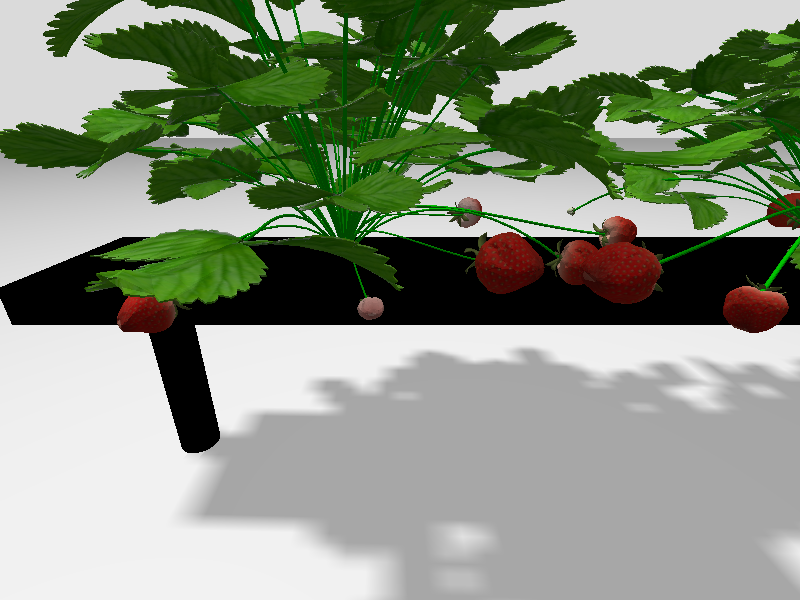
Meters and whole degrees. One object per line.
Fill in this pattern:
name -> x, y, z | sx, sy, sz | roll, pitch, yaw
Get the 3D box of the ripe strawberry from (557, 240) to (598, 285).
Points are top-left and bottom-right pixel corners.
ripe strawberry -> 0.133, -0.026, 0.291 | 0.033, 0.033, 0.036 | 15, 27, 17

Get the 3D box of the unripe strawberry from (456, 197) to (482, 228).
unripe strawberry -> 0.080, -0.100, 0.457 | 0.033, 0.034, 0.030 | -18, 30, -36

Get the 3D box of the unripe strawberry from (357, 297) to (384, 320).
unripe strawberry -> -0.017, 0.006, 0.241 | 0.016, 0.014, 0.015 | -6, 25, -13

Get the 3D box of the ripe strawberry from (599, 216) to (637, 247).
ripe strawberry -> 0.203, -0.061, 0.371 | 0.031, 0.033, 0.029 | -1, 24, -3

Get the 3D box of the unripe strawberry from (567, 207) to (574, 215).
unripe strawberry -> 0.228, -0.119, 0.535 | 0.011, 0.010, 0.010 | -20, 30, -38

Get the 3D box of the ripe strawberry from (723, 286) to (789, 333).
ripe strawberry -> 0.202, 0.006, 0.229 | 0.025, 0.026, 0.028 | 33, -3, -42

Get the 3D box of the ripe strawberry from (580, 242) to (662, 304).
ripe strawberry -> 0.139, -0.017, 0.259 | 0.041, 0.041, 0.045 | -10, 26, -20

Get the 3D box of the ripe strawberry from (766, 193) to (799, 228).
ripe strawberry -> 0.443, -0.102, 0.453 | 0.045, 0.039, 0.046 | 9, 25, 20

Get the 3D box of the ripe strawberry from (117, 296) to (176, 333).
ripe strawberry -> -0.144, 0.007, 0.225 | 0.027, 0.028, 0.029 | 14, 35, 30

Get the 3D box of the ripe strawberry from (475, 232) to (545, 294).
ripe strawberry -> 0.075, -0.024, 0.273 | 0.043, 0.043, 0.047 | 17, 29, 32
